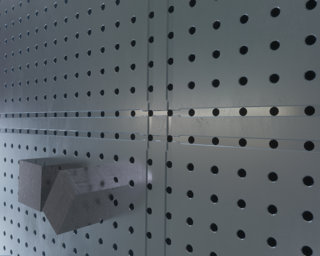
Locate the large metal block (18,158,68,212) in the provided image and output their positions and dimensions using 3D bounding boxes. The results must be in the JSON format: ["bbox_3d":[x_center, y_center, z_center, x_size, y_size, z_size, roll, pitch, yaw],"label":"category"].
[{"bbox_3d":[-0.218,0.102,0.576,0.080,0.050,0.080,5,93,40],"label":"large metal block"}]

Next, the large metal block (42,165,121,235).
[{"bbox_3d":[-0.120,0.107,0.474,0.050,0.081,0.080,43,116,31],"label":"large metal block"}]
